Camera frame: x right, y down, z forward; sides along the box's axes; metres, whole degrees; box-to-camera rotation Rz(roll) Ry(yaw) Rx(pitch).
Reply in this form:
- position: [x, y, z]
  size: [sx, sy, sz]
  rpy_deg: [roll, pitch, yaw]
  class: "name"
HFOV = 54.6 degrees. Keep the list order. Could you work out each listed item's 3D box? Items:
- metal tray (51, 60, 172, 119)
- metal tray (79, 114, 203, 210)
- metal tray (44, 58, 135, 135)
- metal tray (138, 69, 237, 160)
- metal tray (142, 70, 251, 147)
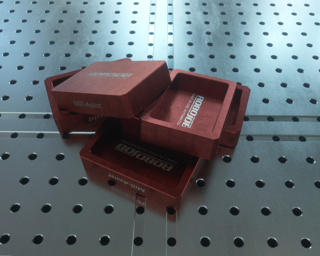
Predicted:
- position: [-0.063, -0.053, 0.396]
  size: [0.130, 0.030, 0.090]
  rpy_deg: [8, 39, 35]
  class: "metal tray"
- position: [-0.018, 0.032, 0.378]
  size: [0.130, 0.030, 0.090]
  rpy_deg: [21, 53, 16]
  class: "metal tray"
- position: [-0.090, -0.050, 0.445]
  size: [0.131, 0.030, 0.090]
  rpy_deg: [-18, 52, -14]
  class: "metal tray"
- position: [0.039, -0.024, 0.384]
  size: [0.090, 0.030, 0.130]
  rpy_deg: [15, 40, 13]
  class: "metal tray"
- position: [0.051, -0.031, 0.430]
  size: [0.130, 0.030, 0.090]
  rpy_deg: [14, 51, 13]
  class: "metal tray"
